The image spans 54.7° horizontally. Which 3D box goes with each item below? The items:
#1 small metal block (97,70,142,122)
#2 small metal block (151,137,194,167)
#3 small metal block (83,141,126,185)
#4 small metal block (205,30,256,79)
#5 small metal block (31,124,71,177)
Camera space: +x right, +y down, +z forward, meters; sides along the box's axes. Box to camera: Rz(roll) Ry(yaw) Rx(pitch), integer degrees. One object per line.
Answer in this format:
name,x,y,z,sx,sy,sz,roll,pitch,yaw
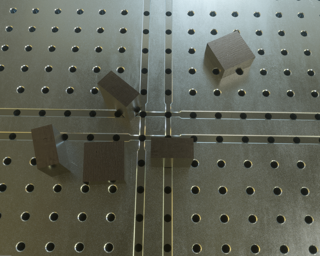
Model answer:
small metal block,-0.052,-0.042,0.413,0.050,0.050,0.025,39,75,13
small metal block,0.014,0.032,0.387,0.050,0.050,0.025,1,70,0
small metal block,-0.069,0.045,0.395,0.050,0.025,0.050,-2,70,-1
small metal block,0.101,-0.107,0.452,0.050,0.025,0.050,-25,72,-9
small metal block,-0.135,0.029,0.386,0.025,0.050,0.050,-15,71,-6
